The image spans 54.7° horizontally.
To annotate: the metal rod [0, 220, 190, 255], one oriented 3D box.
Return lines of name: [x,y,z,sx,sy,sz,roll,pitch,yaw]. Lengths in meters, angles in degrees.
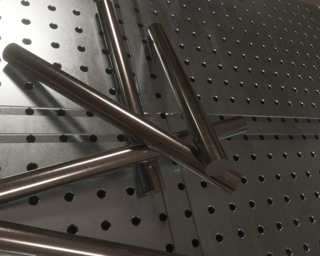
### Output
metal rod: [-0.028,0.132,0.313,0.302,0.025,0.025,18,55,-18]

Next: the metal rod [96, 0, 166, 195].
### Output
metal rod: [-0.046,-0.057,0.419,0.025,0.025,0.299,-3,63,-30]

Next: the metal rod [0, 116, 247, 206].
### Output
metal rod: [-0.026,0.029,0.348,0.303,0.025,0.025,-14,69,-25]

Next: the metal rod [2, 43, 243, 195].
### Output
metal rod: [-0.050,-0.016,0.344,0.301,0.025,0.025,30,50,10]

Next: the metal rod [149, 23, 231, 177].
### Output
metal rod: [0.024,-0.062,0.397,0.025,0.025,0.300,10,38,-23]
